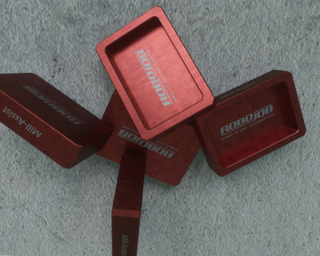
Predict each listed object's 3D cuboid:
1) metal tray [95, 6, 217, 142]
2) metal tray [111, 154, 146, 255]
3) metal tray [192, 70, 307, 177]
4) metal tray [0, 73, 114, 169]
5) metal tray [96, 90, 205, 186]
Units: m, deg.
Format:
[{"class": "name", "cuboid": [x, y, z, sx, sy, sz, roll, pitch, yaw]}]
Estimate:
[{"class": "metal tray", "cuboid": [-0.006, -0.060, 0.355, 0.090, 0.030, 0.130, -30, 79, 10]}, {"class": "metal tray", "cuboid": [-0.039, 0.108, 0.395, 0.030, 0.090, 0.129, 5, 131, -2]}, {"class": "metal tray", "cuboid": [0.112, -0.007, 0.390, 0.131, 0.030, 0.090, -25, 109, -7]}, {"class": "metal tray", "cuboid": [-0.128, -0.014, 0.353, 0.130, 0.090, 0.030, 35, 107, 5]}, {"class": "metal tray", "cuboid": [-0.016, 0.013, 0.413, 0.131, 0.030, 0.089, 24, 108, -9]}]
